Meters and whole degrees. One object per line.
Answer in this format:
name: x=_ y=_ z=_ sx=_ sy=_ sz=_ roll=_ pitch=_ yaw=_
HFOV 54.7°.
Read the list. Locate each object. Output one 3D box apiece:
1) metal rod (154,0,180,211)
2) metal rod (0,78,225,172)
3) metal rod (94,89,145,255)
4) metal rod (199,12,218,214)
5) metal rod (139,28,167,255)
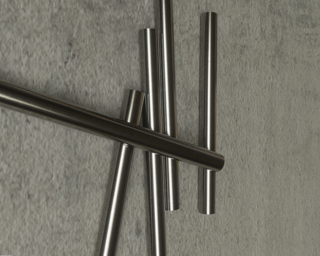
metal rod: x=0.009 y=-0.041 z=0.414 sx=0.025 sy=0.025 sz=0.298 roll=-4 pitch=93 yaw=-40
metal rod: x=-0.046 y=0.003 z=0.338 sx=0.302 sy=0.025 sz=0.025 roll=20 pitch=78 yaw=-30
metal rod: x=-0.055 y=0.102 z=0.359 sx=0.025 sy=0.025 sz=0.299 roll=16 pitch=80 yaw=-39
metal rod: x=0.073 y=-0.022 z=0.468 sx=0.025 sy=0.025 sz=0.298 roll=1 pitch=89 yaw=-40
metal rod: x=-0.009 y=0.026 z=0.399 sx=0.025 sy=0.025 sz=0.298 roll=-4 pitch=93 yaw=-40
